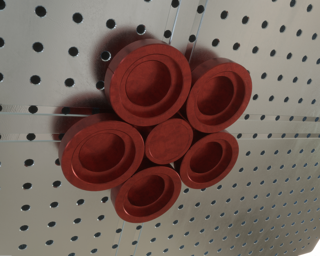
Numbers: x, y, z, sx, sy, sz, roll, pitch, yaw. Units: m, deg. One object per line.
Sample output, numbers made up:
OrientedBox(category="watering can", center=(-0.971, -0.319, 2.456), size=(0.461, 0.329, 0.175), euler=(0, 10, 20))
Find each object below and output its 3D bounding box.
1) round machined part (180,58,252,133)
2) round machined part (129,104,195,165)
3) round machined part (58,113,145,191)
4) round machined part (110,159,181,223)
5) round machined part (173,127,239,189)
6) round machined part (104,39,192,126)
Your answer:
OrientedBox(category="round machined part", center=(0.068, -0.045, 0.408), size=(0.099, 0.042, 0.097), euler=(-14, 124, -21))
OrientedBox(category="round machined part", center=(0.004, 0.009, 0.406), size=(0.099, 0.042, 0.097), euler=(-14, 124, -21))
OrientedBox(category="round machined part", center=(-0.072, 0.025, 0.375), size=(0.099, 0.042, 0.097), euler=(-14, 124, -21))
OrientedBox(category="round machined part", center=(-0.023, 0.083, 0.437), size=(0.099, 0.042, 0.097), euler=(-14, 124, -21))
OrientedBox(category="round machined part", center=(0.063, 0.039, 0.458), size=(0.099, 0.042, 0.097), euler=(-14, 124, -21))
OrientedBox(category="round machined part", center=(-0.017, -0.054, 0.357), size=(0.099, 0.042, 0.097), euler=(-14, 124, -21))
